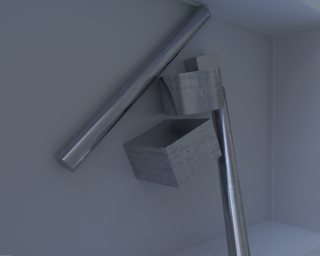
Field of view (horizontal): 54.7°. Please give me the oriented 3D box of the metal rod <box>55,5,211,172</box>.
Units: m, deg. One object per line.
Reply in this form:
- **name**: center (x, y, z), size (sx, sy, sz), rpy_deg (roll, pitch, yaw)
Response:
- **metal rod**: center (-0.017, -0.067, 0.393), size (0.301, 0.025, 0.025), rpy_deg (-52, 121, -27)

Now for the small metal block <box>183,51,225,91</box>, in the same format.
- **small metal block**: center (0.067, -0.084, 0.465), size (0.050, 0.025, 0.050), rpy_deg (-24, 105, -38)

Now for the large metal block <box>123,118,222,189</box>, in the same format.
- **large metal block**: center (0.016, 0.027, 0.386), size (0.081, 0.080, 0.050), rpy_deg (-30, 109, -36)

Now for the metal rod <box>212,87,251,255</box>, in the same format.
- **metal rod**: center (0.090, 0.066, 0.404), size (0.025, 0.025, 0.299), rpy_deg (29, 47, -37)

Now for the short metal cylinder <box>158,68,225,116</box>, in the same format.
- **short metal cylinder**: center (0.041, -0.048, 0.408), size (0.081, 0.080, 0.050), rpy_deg (-16, 100, -39)
